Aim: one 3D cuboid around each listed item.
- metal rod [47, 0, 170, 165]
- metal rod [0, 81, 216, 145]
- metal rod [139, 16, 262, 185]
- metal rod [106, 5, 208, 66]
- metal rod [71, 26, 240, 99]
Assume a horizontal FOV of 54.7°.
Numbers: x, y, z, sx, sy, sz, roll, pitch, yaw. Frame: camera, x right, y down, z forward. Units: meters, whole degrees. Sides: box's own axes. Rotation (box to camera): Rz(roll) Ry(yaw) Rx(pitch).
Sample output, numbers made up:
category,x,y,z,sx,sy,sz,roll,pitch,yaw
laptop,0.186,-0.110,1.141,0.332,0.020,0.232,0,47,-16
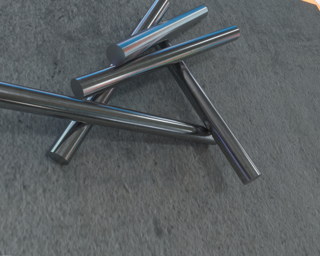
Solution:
category,x,y,z,sx,sy,sz,roll,pitch,yaw
metal rod,-0.052,-0.082,0.407,0.025,0.025,0.300,31,57,-9
metal rod,-0.046,-0.011,0.355,0.302,0.025,0.025,11,57,-34
metal rod,0.045,-0.055,0.438,0.025,0.025,0.299,-13,61,-34
metal rod,0.014,-0.150,0.465,0.025,0.025,0.301,43,39,0
metal rod,0.016,-0.100,0.425,0.302,0.025,0.025,-29,78,-37
